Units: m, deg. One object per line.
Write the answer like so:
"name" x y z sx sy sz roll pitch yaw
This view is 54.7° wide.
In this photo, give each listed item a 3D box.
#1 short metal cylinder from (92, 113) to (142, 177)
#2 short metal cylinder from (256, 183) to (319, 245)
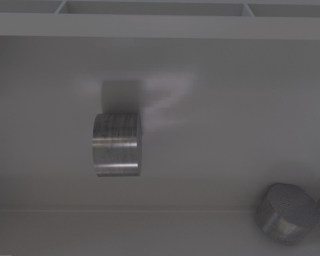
"short metal cylinder" -0.051 0.021 0.390 0.050 0.080 0.079 -1 130 1
"short metal cylinder" 0.200 0.135 0.489 0.081 0.080 0.050 9 130 -7
